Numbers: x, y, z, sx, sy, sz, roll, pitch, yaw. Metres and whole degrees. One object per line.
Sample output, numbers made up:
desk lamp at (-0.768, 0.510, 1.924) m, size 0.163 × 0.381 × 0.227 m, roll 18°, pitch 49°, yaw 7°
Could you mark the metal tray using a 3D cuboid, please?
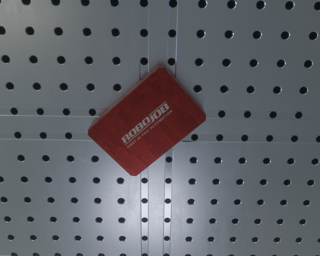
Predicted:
metal tray at (-0.017, -0.008, 0.407) m, size 0.130 × 0.030 × 0.090 m, roll -40°, pitch 106°, yaw 13°
